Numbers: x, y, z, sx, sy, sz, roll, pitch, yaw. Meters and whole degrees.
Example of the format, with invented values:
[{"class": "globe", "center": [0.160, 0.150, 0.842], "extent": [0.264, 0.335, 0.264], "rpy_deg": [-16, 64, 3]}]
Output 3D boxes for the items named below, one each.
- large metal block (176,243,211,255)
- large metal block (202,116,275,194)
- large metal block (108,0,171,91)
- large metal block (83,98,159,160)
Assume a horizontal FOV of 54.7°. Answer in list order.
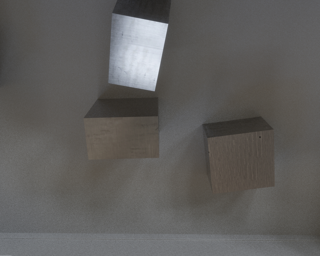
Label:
[{"class": "large metal block", "center": [0.047, 0.240, 0.473], "extent": [0.050, 0.080, 0.079], "rpy_deg": [13, 110, -5]}, {"class": "large metal block", "center": [0.103, 0.035, 0.412], "extent": [0.080, 0.050, 0.079], "rpy_deg": [-8, 110, 2]}, {"class": "large metal block", "center": [-0.021, -0.099, 0.331], "extent": [0.050, 0.080, 0.079], "rpy_deg": [10, 136, -4]}, {"class": "large metal block", "center": [-0.042, -0.002, 0.381], "extent": [0.080, 0.080, 0.050], "rpy_deg": [-1, 110, 0]}]
